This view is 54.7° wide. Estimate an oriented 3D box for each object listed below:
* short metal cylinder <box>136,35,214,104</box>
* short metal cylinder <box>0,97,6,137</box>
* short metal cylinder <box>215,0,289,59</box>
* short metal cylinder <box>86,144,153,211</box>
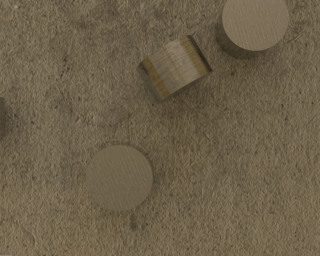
[{"bbox_3d":[0.018,-0.070,0.382,0.080,0.080,0.050,-30,90,0],"label":"short metal cylinder"},{"bbox_3d":[-0.235,-0.013,0.381,0.081,0.080,0.050,-1,90,0],"label":"short metal cylinder"},{"bbox_3d":[0.115,-0.133,0.398,0.081,0.050,0.080,0,90,0],"label":"short metal cylinder"},{"bbox_3d":[-0.049,0.060,0.397,0.081,0.050,0.080,0,90,0],"label":"short metal cylinder"}]
